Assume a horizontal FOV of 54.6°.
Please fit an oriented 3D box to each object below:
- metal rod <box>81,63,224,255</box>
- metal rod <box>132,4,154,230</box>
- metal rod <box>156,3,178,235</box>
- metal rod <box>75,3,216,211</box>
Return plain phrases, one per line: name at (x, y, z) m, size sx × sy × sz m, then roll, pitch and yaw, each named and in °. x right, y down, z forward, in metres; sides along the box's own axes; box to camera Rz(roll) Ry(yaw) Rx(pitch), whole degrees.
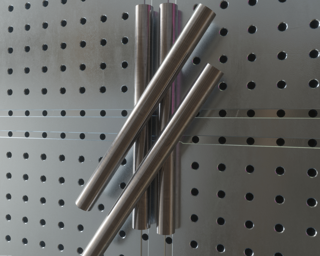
metal rod at (-0.015, 0.053, 0.392) m, size 0.025 × 0.025 × 0.299 m, roll 36°, pitch 101°, yaw 16°
metal rod at (-0.023, -0.014, 0.422) m, size 0.025 × 0.025 × 0.298 m, roll 1°, pitch 90°, yaw 20°
metal rod at (0.009, -0.012, 0.410) m, size 0.025 × 0.025 × 0.298 m, roll 1°, pitch 90°, yaw 20°
metal rod at (-0.024, -0.017, 0.396) m, size 0.025 × 0.025 × 0.299 m, roll 36°, pitch 101°, yaw 16°
